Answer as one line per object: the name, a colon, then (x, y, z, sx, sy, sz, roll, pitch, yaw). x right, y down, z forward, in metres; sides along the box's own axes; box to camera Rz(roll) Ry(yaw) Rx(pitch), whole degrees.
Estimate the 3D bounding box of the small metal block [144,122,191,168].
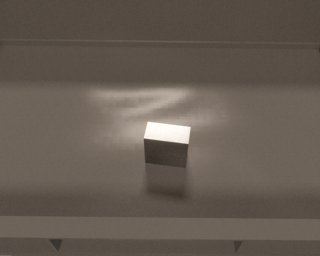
small metal block: (0.009, 0.021, 0.371, 0.050, 0.050, 0.025, 7, 51, 5)
